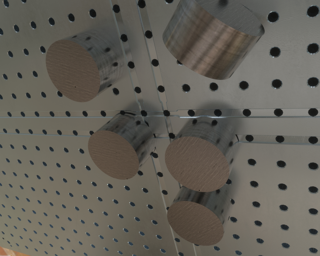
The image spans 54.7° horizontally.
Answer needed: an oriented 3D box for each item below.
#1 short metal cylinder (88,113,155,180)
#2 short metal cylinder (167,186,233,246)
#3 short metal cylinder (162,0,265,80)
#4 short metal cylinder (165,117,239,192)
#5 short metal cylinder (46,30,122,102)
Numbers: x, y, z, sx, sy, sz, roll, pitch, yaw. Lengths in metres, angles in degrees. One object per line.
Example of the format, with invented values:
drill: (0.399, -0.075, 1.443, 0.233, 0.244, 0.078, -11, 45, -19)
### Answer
short metal cylinder: (-0.054, 0.026, 0.439, 0.080, 0.050, 0.079, 13, 124, 21)
short metal cylinder: (0.057, 0.118, 0.438, 0.080, 0.050, 0.079, 13, 124, 21)
short metal cylinder: (0.050, -0.091, 0.293, 0.080, 0.080, 0.050, 37, 129, 4)
short metal cylinder: (0.053, 0.033, 0.387, 0.080, 0.050, 0.079, 13, 124, 21)
short metal cylinder: (-0.096, -0.080, 0.397, 0.080, 0.050, 0.079, 13, 124, 21)
